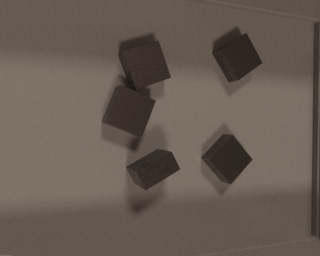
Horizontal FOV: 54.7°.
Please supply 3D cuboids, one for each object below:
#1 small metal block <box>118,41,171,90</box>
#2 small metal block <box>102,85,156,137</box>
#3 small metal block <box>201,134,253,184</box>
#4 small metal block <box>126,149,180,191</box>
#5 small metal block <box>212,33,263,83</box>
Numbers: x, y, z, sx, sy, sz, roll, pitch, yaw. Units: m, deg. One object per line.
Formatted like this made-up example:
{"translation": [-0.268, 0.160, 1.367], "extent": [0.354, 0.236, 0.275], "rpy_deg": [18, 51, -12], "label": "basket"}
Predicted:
{"translation": [-0.020, -0.080, 0.404], "extent": [0.050, 0.025, 0.050], "rpy_deg": [-22, 98, -19], "label": "small metal block"}
{"translation": [-0.040, -0.021, 0.397], "extent": [0.050, 0.025, 0.050], "rpy_deg": [23, 82, -19], "label": "small metal block"}
{"translation": [0.097, 0.044, 0.448], "extent": [0.050, 0.025, 0.050], "rpy_deg": [-45, 104, -15], "label": "small metal block"}
{"translation": [-0.010, 0.051, 0.395], "extent": [0.050, 0.050, 0.025], "rpy_deg": [-29, 100, -18], "label": "small metal block"}
{"translation": [0.114, -0.102, 0.454], "extent": [0.050, 0.025, 0.050], "rpy_deg": [-36, 102, -17], "label": "small metal block"}
